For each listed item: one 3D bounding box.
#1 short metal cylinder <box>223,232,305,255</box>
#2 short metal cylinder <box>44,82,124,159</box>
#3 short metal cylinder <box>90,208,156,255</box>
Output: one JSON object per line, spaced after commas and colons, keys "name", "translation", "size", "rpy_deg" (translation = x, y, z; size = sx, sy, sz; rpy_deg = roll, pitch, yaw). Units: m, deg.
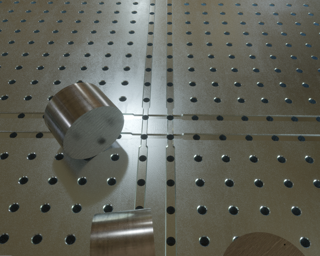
{"name": "short metal cylinder", "translation": [0.090, 0.141, 0.274], "size": [0.081, 0.050, 0.080], "rpy_deg": [0, 50, 0]}
{"name": "short metal cylinder", "translation": [-0.092, -0.008, 0.378], "size": [0.081, 0.080, 0.050], "rpy_deg": [-31, 56, -23]}
{"name": "short metal cylinder", "translation": [-0.030, 0.115, 0.275], "size": [0.050, 0.080, 0.080], "rpy_deg": [-5, 50, -4]}
